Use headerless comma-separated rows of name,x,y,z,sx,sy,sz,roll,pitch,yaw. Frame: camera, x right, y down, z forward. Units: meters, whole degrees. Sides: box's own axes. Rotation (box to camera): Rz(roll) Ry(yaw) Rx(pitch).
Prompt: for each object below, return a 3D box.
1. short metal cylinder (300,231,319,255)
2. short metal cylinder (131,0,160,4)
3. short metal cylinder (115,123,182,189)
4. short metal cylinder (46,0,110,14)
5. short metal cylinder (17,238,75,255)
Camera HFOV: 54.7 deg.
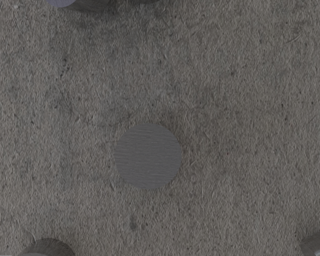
short metal cylinder,0.222,0.167,0.384,0.050,0.080,0.080,-29,90,0
short metal cylinder,-0.017,-0.205,0.387,0.081,0.050,0.080,1,86,-17
short metal cylinder,-0.014,0.034,0.397,0.081,0.050,0.080,0,90,0
short metal cylinder,-0.103,-0.185,0.380,0.080,0.050,0.079,5,101,27
short metal cylinder,-0.152,0.190,0.396,0.081,0.050,0.080,0,90,0
